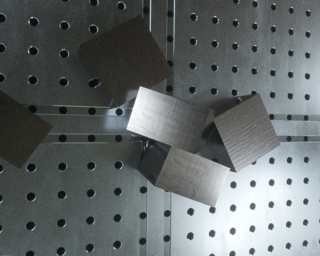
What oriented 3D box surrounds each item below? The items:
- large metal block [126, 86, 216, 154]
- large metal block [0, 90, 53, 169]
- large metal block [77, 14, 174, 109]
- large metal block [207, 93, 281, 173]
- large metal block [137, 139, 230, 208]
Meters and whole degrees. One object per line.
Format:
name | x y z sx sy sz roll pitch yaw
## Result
large metal block | 0.018 -0.010 0.369 0.080 0.080 0.050 20 97 14
large metal block | -0.162 -0.005 0.324 0.080 0.080 0.050 38 78 -16
large metal block | -0.043 -0.079 0.383 0.080 0.050 0.080 -34 101 -17
large metal block | 0.110 0.006 0.439 0.080 0.050 0.080 -28 99 -18
large metal block | 0.026 0.052 0.391 0.080 0.080 0.050 23 88 -19
